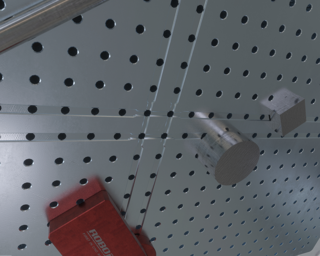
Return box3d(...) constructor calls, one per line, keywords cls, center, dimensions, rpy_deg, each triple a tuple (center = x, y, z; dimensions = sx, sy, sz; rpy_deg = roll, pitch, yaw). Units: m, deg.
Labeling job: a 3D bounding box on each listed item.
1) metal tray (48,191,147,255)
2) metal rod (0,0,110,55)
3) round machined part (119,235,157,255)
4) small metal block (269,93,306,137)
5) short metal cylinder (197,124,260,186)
box3d(cls="metal tray", center=(-0.084, 0.165, 0.441), dimensions=(0.090, 0.030, 0.130), rpy_deg=(-31, 112, -9))
box3d(cls="metal rod", center=(-0.063, -0.129, 0.296), dimensions=(0.301, 0.025, 0.025), rpy_deg=(-31, 129, -9))
box3d(cls="round machined part", center=(-0.050, 0.230, 0.515), dimensions=(0.099, 0.042, 0.097), rpy_deg=(-14, 124, -21))
box3d(cls="small metal block", center=(0.212, -0.022, 0.513), dimensions=(0.050, 0.025, 0.050), rpy_deg=(-32, 129, -8))
box3d(cls="short metal cylinder", center=(0.105, 0.041, 0.477), dimensions=(0.081, 0.050, 0.079), rpy_deg=(-14, 124, -21))
